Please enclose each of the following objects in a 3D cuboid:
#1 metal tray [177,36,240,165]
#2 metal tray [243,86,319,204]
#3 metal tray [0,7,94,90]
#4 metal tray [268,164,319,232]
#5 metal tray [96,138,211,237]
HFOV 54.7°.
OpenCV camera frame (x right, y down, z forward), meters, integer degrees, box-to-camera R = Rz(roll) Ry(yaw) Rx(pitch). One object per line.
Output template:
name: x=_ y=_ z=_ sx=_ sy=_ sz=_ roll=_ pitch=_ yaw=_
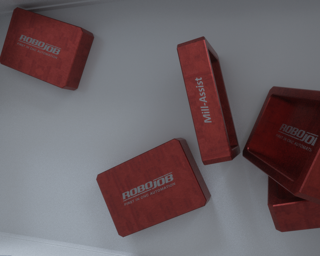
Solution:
metal tray: x=0.059 y=-0.028 z=0.354 sx=0.030 sy=0.090 sz=0.129 roll=-14 pitch=86 yaw=19
metal tray: x=0.134 y=0.008 z=0.307 sx=0.030 sy=0.130 sz=0.089 roll=21 pitch=98 yaw=-9
metal tray: x=-0.173 y=-0.119 z=0.467 sx=0.130 sy=0.030 sz=0.089 roll=22 pitch=97 yaw=18
metal tray: x=0.177 y=0.056 z=0.305 sx=0.130 sy=0.090 sz=0.030 roll=-16 pitch=103 yaw=23
metal tray: x=-0.011 y=0.079 z=0.411 sx=0.130 sy=0.030 sz=0.090 roll=-26 pitch=82 yaw=17
